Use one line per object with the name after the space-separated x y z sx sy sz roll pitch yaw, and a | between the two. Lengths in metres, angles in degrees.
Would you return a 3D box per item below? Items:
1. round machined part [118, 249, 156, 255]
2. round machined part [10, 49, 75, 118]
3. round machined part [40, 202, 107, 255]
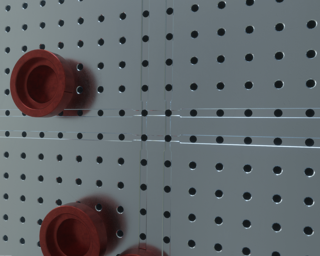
-0.034 0.218 0.415 0.098 0.042 0.097 0 90 19 | round machined part
-0.169 -0.064 0.461 0.098 0.042 0.097 0 90 19 | round machined part
-0.119 0.155 0.444 0.098 0.042 0.097 0 90 19 | round machined part
